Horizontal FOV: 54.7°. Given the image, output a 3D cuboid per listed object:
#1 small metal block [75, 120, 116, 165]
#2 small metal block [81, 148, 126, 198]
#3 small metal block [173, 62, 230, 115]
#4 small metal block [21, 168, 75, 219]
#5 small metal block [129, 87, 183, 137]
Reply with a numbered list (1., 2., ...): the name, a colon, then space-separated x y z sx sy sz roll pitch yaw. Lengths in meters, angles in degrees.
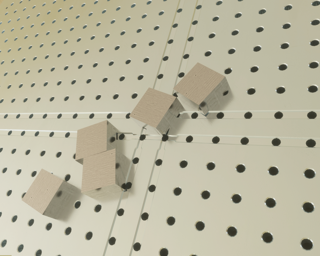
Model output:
1. small metal block: -0.090 0.022 0.440 0.050 0.025 0.050 -18 55 17
2. small metal block: -0.074 0.060 0.409 0.050 0.025 0.050 -17 55 18
3. small metal block: 0.055 -0.053 0.411 0.050 0.025 0.050 -47 52 -5
4. small metal block: -0.156 0.091 0.432 0.050 0.025 0.050 18 71 34
5. small metal block: -0.005 -0.023 0.424 0.050 0.025 0.050 24 74 36
